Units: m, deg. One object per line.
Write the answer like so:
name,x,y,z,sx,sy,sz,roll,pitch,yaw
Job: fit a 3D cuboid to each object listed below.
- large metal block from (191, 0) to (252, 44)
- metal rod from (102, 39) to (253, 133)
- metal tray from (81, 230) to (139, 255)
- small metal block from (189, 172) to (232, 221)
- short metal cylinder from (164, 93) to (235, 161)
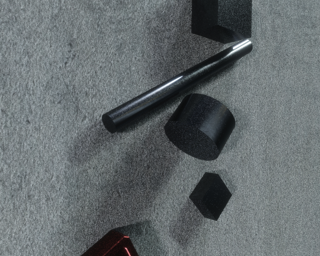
large metal block,0.095,-0.180,0.470,0.081,0.050,0.079,2,89,-40
metal rod,0.044,-0.072,0.443,0.302,0.025,0.025,-33,111,-35
metal tray,-0.053,0.198,0.358,0.091,0.030,0.129,-35,112,-35
small metal block,0.078,0.104,0.473,0.050,0.025,0.050,-50,120,-28
short metal cylinder,0.053,0.000,0.416,0.080,0.080,0.050,50,60,-29
